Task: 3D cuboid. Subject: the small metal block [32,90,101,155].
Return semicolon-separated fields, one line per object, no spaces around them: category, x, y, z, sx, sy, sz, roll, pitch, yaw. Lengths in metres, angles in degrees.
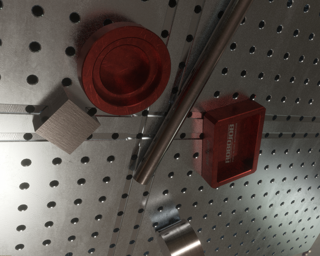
small metal block;-0.105;-0.006;0.351;0.050;0.025;0.050;-44;130;2

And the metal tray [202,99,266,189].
metal tray;0.114;0.027;0.489;0.091;0.030;0.129;-17;125;-19

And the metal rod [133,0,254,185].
metal rod;0.042;-0.052;0.403;0.025;0.025;0.298;18;109;-36

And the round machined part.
round machined part;-0.041;-0.066;0.338;0.099;0.042;0.097;-14;125;-21

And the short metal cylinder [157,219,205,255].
short metal cylinder;0.033;0.201;0.521;0.050;0.080;0.079;-20;127;-17
